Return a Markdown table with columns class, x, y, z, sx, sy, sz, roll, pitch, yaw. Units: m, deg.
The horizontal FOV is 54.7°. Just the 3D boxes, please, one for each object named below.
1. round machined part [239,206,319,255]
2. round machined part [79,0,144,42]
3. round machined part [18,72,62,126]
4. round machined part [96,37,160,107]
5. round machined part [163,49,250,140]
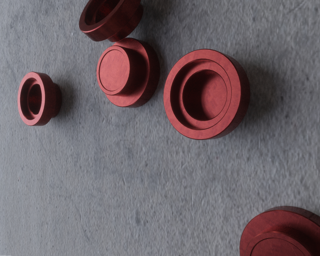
| class | x | y | z | sx | sy | sz | roll | pitch | yaw |
| --- | --- | --- | --- | --- | --- | --- | --- | --- | --- |
| round machined part | 0.121 | 0.127 | 0.294 | 0.098 | 0.042 | 0.097 | 0 | 90 | 39 |
| round machined part | -0.062 | -0.158 | 0.426 | 0.098 | 0.042 | 0.098 | -21 | 51 | 29 |
| round machined part | -0.218 | -0.052 | 0.570 | 0.098 | 0.042 | 0.097 | 0 | 90 | 39 |
| round machined part | -0.051 | -0.078 | 0.434 | 0.098 | 0.042 | 0.097 | 0 | 90 | 39 |
| round machined part | 0.055 | -0.036 | 0.347 | 0.098 | 0.042 | 0.097 | 0 | 90 | 39 |
